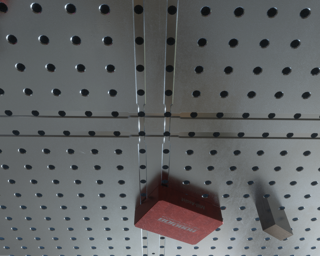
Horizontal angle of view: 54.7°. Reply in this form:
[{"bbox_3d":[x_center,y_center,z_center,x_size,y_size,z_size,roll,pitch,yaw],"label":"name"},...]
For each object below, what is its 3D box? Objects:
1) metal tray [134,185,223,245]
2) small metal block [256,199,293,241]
[{"bbox_3d":[0.032,0.156,0.542,0.131,0.030,0.089,25,126,-20],"label":"metal tray"},{"bbox_3d":[0.196,0.158,0.533,0.050,0.050,0.025,33,122,-25],"label":"small metal block"}]
